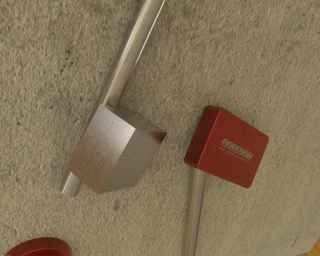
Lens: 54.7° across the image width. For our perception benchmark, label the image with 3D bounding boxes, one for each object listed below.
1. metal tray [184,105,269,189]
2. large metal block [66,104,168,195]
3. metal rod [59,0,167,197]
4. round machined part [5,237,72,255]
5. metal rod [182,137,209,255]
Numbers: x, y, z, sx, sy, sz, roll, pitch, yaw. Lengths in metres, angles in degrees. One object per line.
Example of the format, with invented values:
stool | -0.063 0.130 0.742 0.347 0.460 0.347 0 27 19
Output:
metal tray | 0.104 0.031 0.464 0.131 0.030 0.090 25 85 -37
large metal block | -0.046 0.024 0.357 0.080 0.050 0.080 -60 157 9
metal rod | -0.050 -0.048 0.350 0.025 0.025 0.298 15 111 -35
round machined part | -0.170 0.203 0.430 0.099 0.042 0.097 -14 125 -21
metal rod | 0.059 0.136 0.525 0.025 0.025 0.298 -12 124 -22
